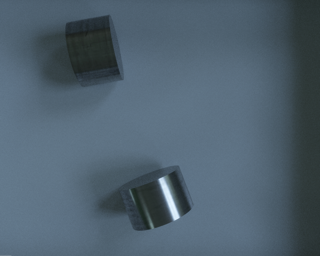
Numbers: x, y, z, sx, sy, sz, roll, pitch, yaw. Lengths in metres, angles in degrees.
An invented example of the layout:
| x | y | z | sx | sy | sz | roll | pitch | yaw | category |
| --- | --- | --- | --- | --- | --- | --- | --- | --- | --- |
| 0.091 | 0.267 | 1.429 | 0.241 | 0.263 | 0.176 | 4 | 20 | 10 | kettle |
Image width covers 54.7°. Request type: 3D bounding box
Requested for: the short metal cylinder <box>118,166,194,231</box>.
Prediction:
| x | y | z | sx | sy | sz | roll | pitch | yaw | category |
| --- | --- | --- | --- | --- | --- | --- | --- | --- | --- |
| -0.005 | 0.085 | 0.384 | 0.080 | 0.080 | 0.050 | -21 | 90 | 0 | short metal cylinder |

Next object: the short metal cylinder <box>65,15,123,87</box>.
| x | y | z | sx | sy | sz | roll | pitch | yaw | category |
| --- | --- | --- | --- | --- | --- | --- | --- | --- | --- |
| -0.078 | -0.094 | 0.383 | 0.050 | 0.080 | 0.080 | -10 | 90 | 0 | short metal cylinder |
